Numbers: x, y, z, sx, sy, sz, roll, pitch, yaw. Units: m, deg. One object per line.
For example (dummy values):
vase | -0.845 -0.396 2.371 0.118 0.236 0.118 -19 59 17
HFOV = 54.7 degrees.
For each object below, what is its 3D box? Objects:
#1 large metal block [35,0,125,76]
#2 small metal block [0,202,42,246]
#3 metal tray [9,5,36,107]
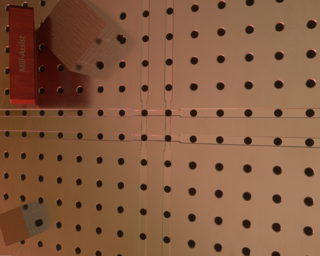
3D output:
large metal block | -0.113 -0.133 0.438 0.080 0.050 0.080 46 104 14
small metal block | -0.222 0.152 0.489 0.050 0.025 0.050 -23 83 18
metal tray | -0.196 -0.096 0.446 0.030 0.090 0.129 -1 90 -21
